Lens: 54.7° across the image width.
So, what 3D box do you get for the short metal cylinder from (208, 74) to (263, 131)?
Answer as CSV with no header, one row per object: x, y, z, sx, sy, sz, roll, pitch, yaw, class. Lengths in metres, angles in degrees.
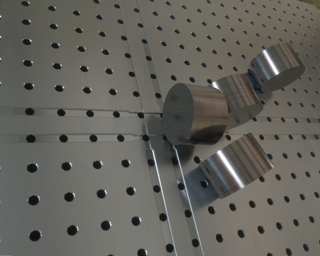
0.101,-0.035,0.451,0.081,0.080,0.050,-7,66,-32,short metal cylinder

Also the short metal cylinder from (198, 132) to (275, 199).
0.097,0.048,0.398,0.081,0.080,0.050,-23,74,-36,short metal cylinder

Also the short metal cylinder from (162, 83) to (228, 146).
0.044,-0.017,0.409,0.050,0.080,0.080,3,60,-27,short metal cylinder

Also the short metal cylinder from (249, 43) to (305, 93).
0.208,-0.106,0.553,0.081,0.080,0.050,-8,66,-32,short metal cylinder
